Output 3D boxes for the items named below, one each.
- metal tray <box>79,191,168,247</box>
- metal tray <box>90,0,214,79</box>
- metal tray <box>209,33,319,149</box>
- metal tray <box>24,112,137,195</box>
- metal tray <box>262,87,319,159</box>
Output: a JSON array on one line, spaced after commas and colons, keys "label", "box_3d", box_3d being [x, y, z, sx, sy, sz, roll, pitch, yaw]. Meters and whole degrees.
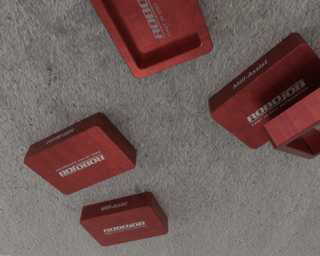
[{"label": "metal tray", "box_3d": [-0.061, 0.162, 0.541, 0.130, 0.030, 0.090, -16, 129, 12]}, {"label": "metal tray", "box_3d": [-0.011, -0.120, 0.301, 0.090, 0.030, 0.130, -19, 128, 15]}, {"label": "metal tray", "box_3d": [0.136, -0.038, 0.373, 0.090, 0.030, 0.130, 35, 122, -26]}, {"label": "metal tray", "box_3d": [-0.110, 0.041, 0.437, 0.130, 0.030, 0.090, -24, 127, 19]}, {"label": "metal tray", "box_3d": [0.190, -0.003, 0.366, 0.090, 0.030, 0.131, -40, 147, 28]}]
